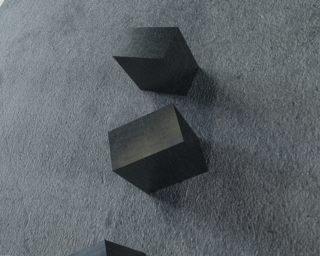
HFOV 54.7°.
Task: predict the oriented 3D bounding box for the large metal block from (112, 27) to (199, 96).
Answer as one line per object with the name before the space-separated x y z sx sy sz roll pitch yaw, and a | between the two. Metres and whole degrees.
large metal block | -0.003 -0.091 0.427 0.080 0.080 0.050 11 68 33

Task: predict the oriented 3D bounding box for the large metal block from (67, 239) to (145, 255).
large metal block | -0.046 0.161 0.294 0.050 0.080 0.080 -27 52 12

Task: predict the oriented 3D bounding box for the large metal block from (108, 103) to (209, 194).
large metal block | -0.001 0.027 0.352 0.080 0.080 0.050 -24 53 14
